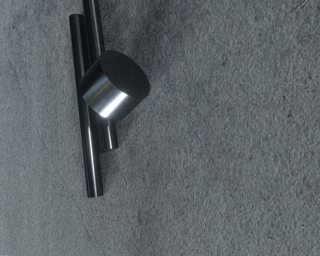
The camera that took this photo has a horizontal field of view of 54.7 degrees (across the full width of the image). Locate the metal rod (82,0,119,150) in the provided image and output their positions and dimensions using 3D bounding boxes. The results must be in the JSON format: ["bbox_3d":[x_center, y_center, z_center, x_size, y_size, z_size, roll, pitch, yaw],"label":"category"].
[{"bbox_3d":[-0.098,-0.114,0.485,0.025,0.025,0.298,-15,81,39],"label":"metal rod"}]

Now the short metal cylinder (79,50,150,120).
[{"bbox_3d":[-0.060,-0.058,0.419,0.050,0.081,0.080,-40,66,33],"label":"short metal cylinder"}]

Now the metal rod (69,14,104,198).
[{"bbox_3d":[-0.121,-0.039,0.504,0.025,0.025,0.298,-13,82,39],"label":"metal rod"}]
